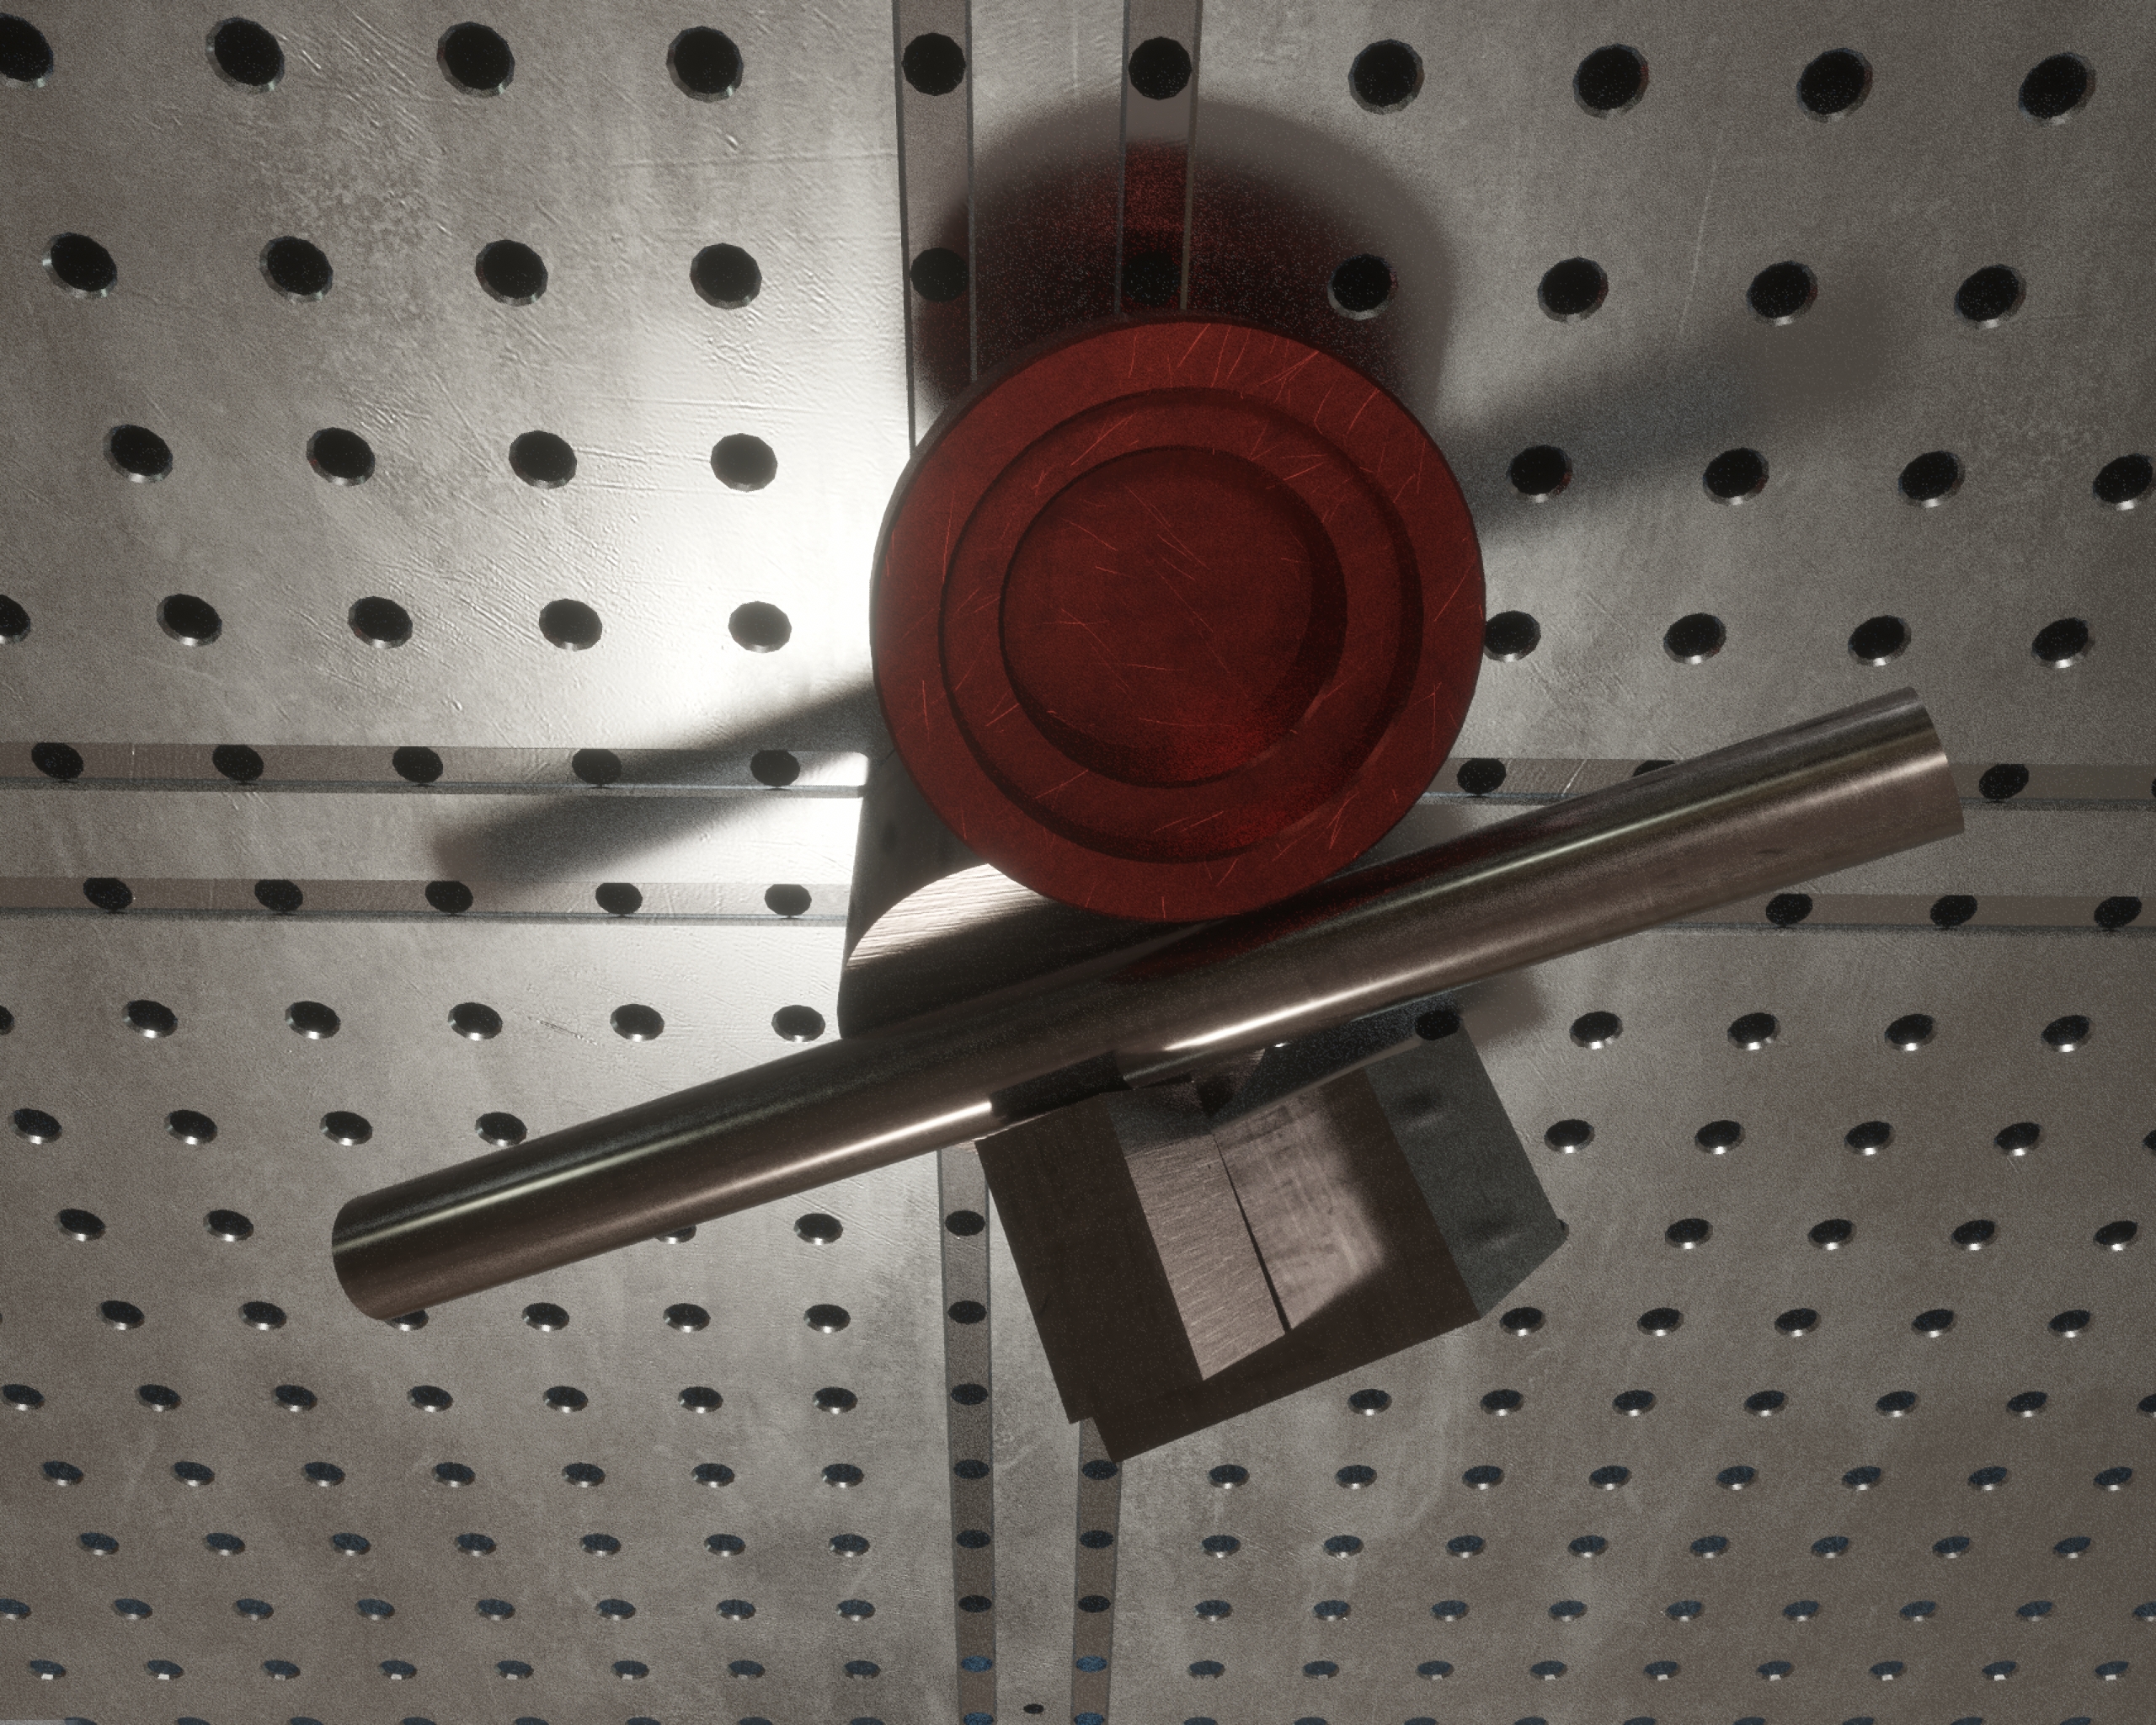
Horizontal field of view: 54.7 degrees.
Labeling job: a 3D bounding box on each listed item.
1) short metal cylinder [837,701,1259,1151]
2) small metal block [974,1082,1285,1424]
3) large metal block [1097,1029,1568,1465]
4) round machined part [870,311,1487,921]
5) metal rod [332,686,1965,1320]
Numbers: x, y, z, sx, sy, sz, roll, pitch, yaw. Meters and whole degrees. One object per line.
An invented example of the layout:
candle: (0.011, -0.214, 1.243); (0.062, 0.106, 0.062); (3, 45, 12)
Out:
short metal cylinder: (-0.004, 0.013, 0.406); (0.081, 0.050, 0.079); (0, 130, 0)
small metal block: (0.010, 0.068, 0.373); (0.025, 0.050, 0.050); (-23, 169, 18)
large metal block: (0.046, 0.077, 0.431); (0.080, 0.050, 0.080); (-28, 170, 22)
round machined part: (0.015, -0.043, 0.349); (0.099, 0.042, 0.097); (-2, 108, -6)
metal rod: (0.000, 0.031, 0.371); (0.301, 0.025, 0.025); (-19, 128, 15)
